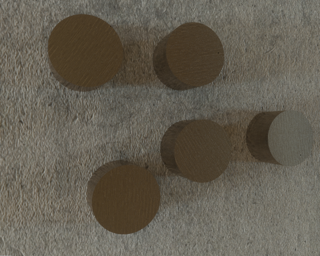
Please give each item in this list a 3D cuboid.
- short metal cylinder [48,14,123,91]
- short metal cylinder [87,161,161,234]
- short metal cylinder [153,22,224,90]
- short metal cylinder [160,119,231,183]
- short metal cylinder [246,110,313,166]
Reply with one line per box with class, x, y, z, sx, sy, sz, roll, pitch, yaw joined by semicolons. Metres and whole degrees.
short metal cylinder;-0.089;-0.085;0.363;0.081;0.050;0.080;0;90;-20
short metal cylinder;-0.046;0.082;0.379;0.081;0.050;0.080;0;90;-20
short metal cylinder;0.037;-0.092;0.409;0.081;0.050;0.080;0;90;-20
short metal cylinder;0.047;0.029;0.413;0.081;0.050;0.080;0;90;-20
short metal cylinder;0.177;0.014;0.461;0.081;0.050;0.080;0;90;-20
